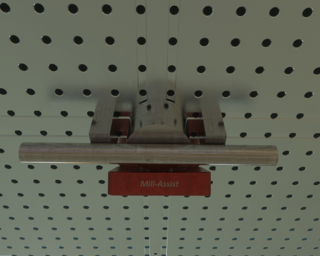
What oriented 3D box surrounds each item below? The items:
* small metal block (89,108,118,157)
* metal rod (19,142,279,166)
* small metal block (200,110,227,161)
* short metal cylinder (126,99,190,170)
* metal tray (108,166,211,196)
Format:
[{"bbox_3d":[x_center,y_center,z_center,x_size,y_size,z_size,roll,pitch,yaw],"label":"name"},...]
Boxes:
[{"bbox_3d":[-0.072,0.009,0.403,0.025,0.050,0.050,-1,130,0],"label":"small metal block"},{"bbox_3d":[-0.013,0.031,0.372,0.302,0.025,0.025,1,130,-1],"label":"metal rod"},{"bbox_3d":[0.068,0.012,0.406,0.025,0.050,0.050,-1,130,0],"label":"small metal block"},{"bbox_3d":[-0.002,0.010,0.403,0.081,0.050,0.079,0,130,0],"label":"short metal cylinder"},{"bbox_3d":[-0.001,0.072,0.433,0.131,0.090,0.030,0,87,-1],"label":"metal tray"}]
